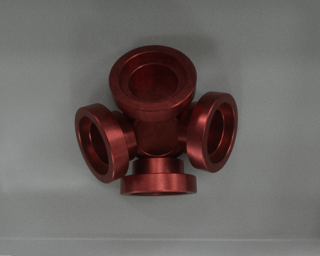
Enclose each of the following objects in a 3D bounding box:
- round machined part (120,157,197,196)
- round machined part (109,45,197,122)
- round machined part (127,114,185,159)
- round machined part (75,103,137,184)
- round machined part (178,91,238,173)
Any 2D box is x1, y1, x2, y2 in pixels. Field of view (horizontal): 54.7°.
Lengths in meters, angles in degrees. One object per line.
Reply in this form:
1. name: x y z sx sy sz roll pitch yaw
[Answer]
1. round machined part: -0.002 0.065 0.404 0.099 0.098 0.042 -1 74 0
2. round machined part: -0.007 -0.047 0.363 0.099 0.098 0.042 -3 148 1
3. round machined part: -0.004 0.002 0.401 0.099 0.042 0.097 0 110 -1
4. round machined part: -0.065 0.016 0.386 0.042 0.098 0.097 -21 114 -33
5. round machined part: 0.057 0.003 0.383 0.042 0.099 0.097 12 115 34
